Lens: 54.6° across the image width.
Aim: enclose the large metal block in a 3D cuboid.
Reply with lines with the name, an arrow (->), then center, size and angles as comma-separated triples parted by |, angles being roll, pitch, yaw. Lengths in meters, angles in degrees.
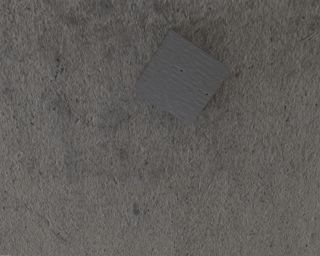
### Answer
large metal block -> 0.024, -0.063, 0.373 | 0.080, 0.050, 0.080 | 31, 107, -11
